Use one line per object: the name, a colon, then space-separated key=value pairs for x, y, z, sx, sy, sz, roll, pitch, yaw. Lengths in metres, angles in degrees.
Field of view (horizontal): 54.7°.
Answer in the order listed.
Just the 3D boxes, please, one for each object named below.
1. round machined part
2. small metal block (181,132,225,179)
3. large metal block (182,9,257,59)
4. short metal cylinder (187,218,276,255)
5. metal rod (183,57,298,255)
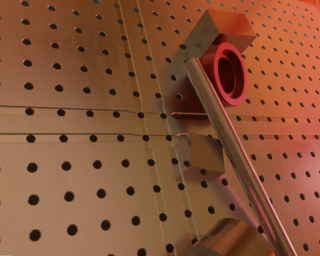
round machined part: x=0.093 y=-0.080 z=0.481 sx=0.099 sy=0.042 sz=0.097 roll=7 pitch=80 yaw=-46
small metal block: x=0.057 y=0.038 z=0.418 sx=0.050 sy=0.025 sz=0.050 roll=14 pitch=56 yaw=-21
large metal block: x=0.097 y=-0.145 z=0.516 sx=0.081 sy=0.080 sz=0.050 roll=-6 pitch=64 yaw=-31
short metal cylinder: x=0.075 y=0.144 z=0.327 sx=0.050 sy=0.080 sz=0.080 roll=-29 pitch=78 yaw=-38
metal rod: x=0.105 y=0.041 z=0.415 sx=0.025 sy=0.025 sz=0.299 roll=-19 pitch=80 yaw=-36
